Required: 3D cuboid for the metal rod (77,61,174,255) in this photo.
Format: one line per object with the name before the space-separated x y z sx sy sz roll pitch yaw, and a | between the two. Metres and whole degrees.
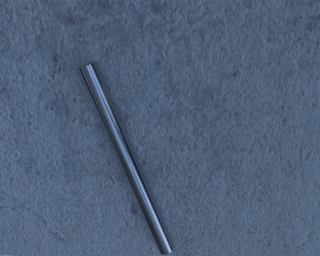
metal rod | -0.040 0.054 0.429 0.025 0.025 0.298 -19 109 6
